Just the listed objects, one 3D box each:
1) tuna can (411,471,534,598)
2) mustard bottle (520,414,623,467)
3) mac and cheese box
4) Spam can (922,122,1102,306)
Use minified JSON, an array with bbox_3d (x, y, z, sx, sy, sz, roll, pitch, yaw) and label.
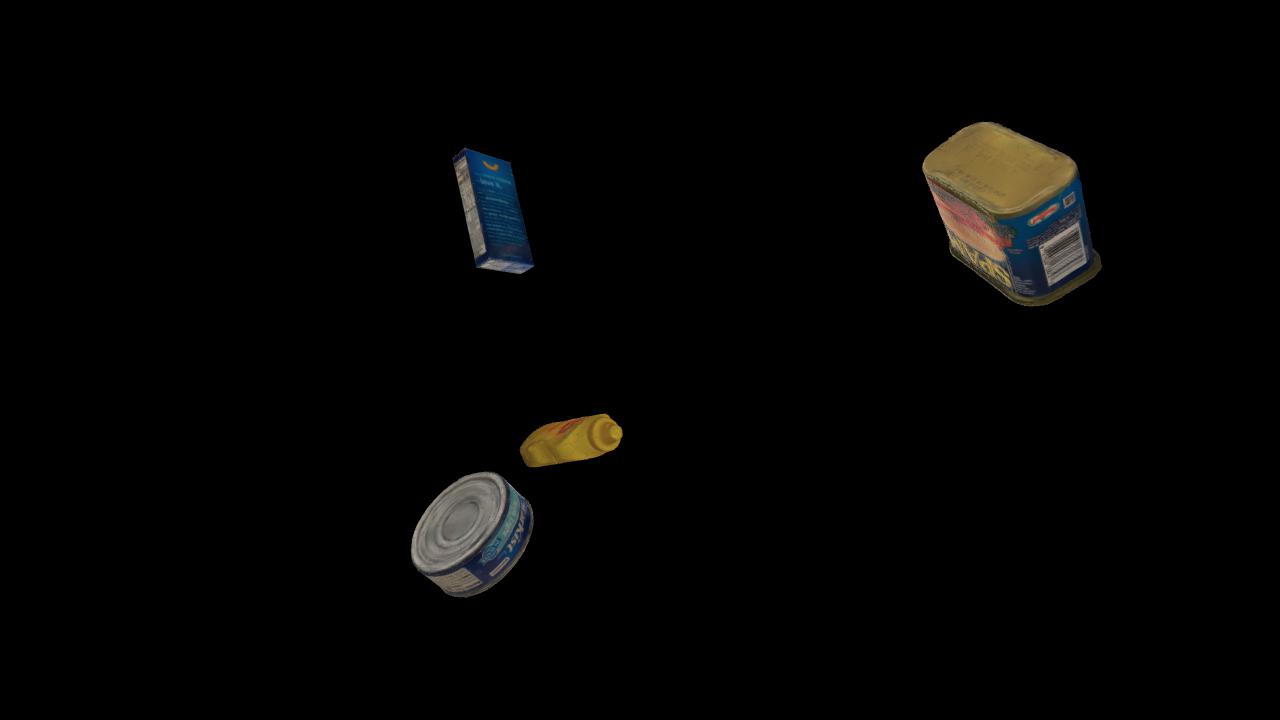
[{"bbox_3d":[-0.120,0.121,0.439,0.084,0.084,0.034,0,-44,38],"label":"tuna can"},{"bbox_3d":[-0.080,0.104,0.805,0.092,0.054,0.184,-20,2,-38],"label":"mustard bottle"},{"bbox_3d":[-0.229,-0.230,0.963,0.041,0.184,0.093,-22,-13,36],"label":"mac and cheese box"},{"bbox_3d":[0.243,-0.098,0.407,0.058,0.101,0.085,-36,-52,12],"label":"Spam can"}]
